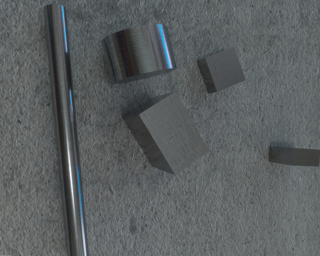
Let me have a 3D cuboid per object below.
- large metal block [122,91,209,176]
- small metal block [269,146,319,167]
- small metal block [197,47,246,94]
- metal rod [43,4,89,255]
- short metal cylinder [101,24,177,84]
[{"bbox_3d":[0.004,0.006,0.382,0.050,0.080,0.080,-34,102,-17],"label":"large metal block"},{"bbox_3d":[0.205,0.043,0.474,0.050,0.050,0.025,4,89,-20],"label":"small metal block"},{"bbox_3d":[0.088,-0.082,0.443,0.050,0.025,0.050,-24,98,-19],"label":"small metal block"},{"bbox_3d":[-0.111,0.008,0.368,0.025,0.025,0.298,-6,92,-20],"label":"metal rod"},{"bbox_3d":[-0.024,-0.086,0.371,0.081,0.080,0.050,-15,96,-20],"label":"short metal cylinder"}]
